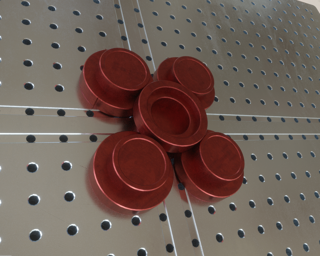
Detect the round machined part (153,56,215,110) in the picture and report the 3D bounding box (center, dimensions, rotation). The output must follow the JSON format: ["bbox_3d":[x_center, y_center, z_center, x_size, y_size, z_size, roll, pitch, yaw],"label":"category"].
[{"bbox_3d":[0.041,-0.068,0.462,0.099,0.042,0.098,14,56,-21],"label":"round machined part"}]

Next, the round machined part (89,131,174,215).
[{"bbox_3d":[-0.028,0.046,0.356,0.099,0.042,0.098,14,56,-21],"label":"round machined part"}]

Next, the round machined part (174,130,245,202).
[{"bbox_3d":[0.072,0.044,0.410,0.099,0.042,0.098,14,56,-21],"label":"round machined part"}]

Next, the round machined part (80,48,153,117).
[{"bbox_3d":[-0.052,-0.067,0.410,0.099,0.042,0.098,14,56,-21],"label":"round machined part"}]

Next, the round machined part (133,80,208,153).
[{"bbox_3d":[0.010,-0.011,0.409,0.099,0.042,0.098,14,56,-21],"label":"round machined part"}]
